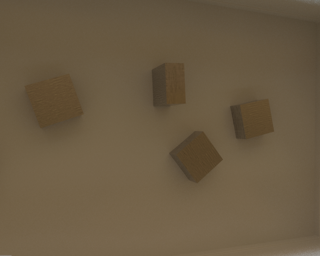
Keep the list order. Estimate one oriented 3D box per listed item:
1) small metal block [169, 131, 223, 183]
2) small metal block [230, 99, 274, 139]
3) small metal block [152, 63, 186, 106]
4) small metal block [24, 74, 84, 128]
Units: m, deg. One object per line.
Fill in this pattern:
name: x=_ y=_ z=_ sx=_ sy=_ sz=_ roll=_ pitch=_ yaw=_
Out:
small metal block: x=0.050 y=0.039 z=0.429 sx=0.050 sy=0.025 sz=0.050 roll=-40 pitch=103 yaw=-16
small metal block: x=0.137 y=-0.014 z=0.461 sx=0.050 sy=0.025 sz=0.050 roll=-13 pitch=95 yaw=-20
small metal block: x=0.010 y=-0.055 z=0.401 sx=0.025 sy=0.050 sz=0.050 roll=-3 pitch=91 yaw=-20
small metal block: x=-0.124 y=-0.031 z=0.365 sx=0.050 sy=0.025 sz=0.050 roll=-21 pitch=97 yaw=-19
